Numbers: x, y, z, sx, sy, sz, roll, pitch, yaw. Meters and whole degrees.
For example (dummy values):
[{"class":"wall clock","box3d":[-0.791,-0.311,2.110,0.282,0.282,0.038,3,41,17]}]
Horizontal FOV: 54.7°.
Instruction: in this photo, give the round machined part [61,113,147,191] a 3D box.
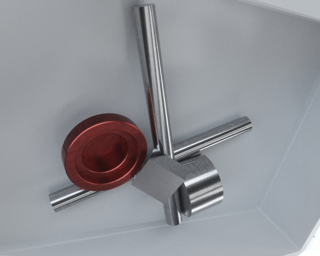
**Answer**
[{"class":"round machined part","box3d":[-0.069,0.025,0.375,0.099,0.042,0.097,-14,125,-21]}]

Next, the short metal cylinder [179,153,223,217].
[{"class":"short metal cylinder","box3d":[0.048,0.082,0.450,0.050,0.080,0.079,-18,126,-18]}]

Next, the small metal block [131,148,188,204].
[{"class":"small metal block","box3d":[-0.001,0.061,0.392,0.050,0.025,0.050,32,121,-5]}]

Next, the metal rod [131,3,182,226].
[{"class":"metal rod","box3d":[0.002,0.004,0.389,0.025,0.025,0.298,-18,119,-18]}]

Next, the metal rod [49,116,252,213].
[{"class":"metal rod","box3d":[-0.001,0.044,0.435,0.302,0.025,0.025,-21,127,-17]}]
